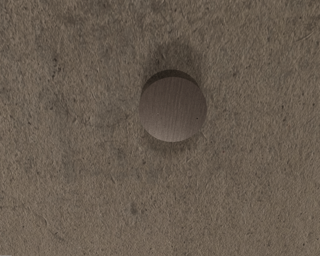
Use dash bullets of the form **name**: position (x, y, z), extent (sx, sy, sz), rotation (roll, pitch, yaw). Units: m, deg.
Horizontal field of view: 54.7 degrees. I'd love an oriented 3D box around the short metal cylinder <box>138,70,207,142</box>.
- **short metal cylinder**: position (0.015, -0.029, 0.386), extent (0.081, 0.050, 0.079), rotation (0, 110, -1)
